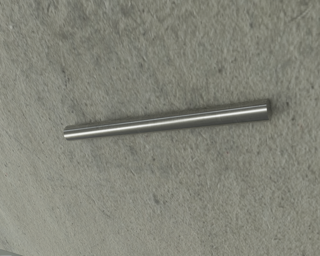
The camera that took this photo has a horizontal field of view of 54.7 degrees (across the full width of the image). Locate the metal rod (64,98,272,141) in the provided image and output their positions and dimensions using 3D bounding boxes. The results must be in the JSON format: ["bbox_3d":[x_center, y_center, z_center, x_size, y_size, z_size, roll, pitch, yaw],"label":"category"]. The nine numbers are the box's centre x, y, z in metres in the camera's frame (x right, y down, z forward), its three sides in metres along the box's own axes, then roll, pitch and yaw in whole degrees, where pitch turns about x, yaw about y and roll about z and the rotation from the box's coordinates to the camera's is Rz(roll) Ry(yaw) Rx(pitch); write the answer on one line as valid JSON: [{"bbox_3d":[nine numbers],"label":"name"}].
[{"bbox_3d":[-0.012,-0.006,0.407,0.300,0.025,0.025,-6,116,30],"label":"metal rod"}]
